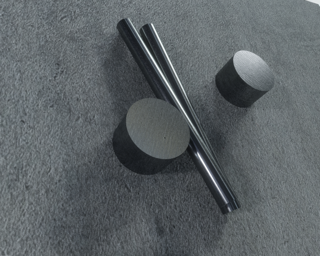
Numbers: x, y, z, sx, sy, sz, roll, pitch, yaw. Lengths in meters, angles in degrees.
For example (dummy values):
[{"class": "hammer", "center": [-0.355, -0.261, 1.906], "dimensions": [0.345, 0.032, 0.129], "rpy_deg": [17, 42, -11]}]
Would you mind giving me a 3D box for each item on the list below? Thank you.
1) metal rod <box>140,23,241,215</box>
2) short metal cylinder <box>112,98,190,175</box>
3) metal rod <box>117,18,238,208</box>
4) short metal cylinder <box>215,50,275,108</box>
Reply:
[{"class": "metal rod", "center": [0.035, -0.026, 0.438], "dimensions": [0.025, 0.025, 0.299], "rpy_deg": [-10, 67, -33]}, {"class": "short metal cylinder", "center": [-0.011, 0.011, 0.375], "dimensions": [0.081, 0.050, 0.080], "rpy_deg": [14, 56, -21]}, {"class": "metal rod", "center": [0.014, -0.034, 0.418], "dimensions": [0.025, 0.025, 0.299], "rpy_deg": [-15, 65, -34]}, {"class": "short metal cylinder", "center": [0.140, -0.081, 0.512], "dimensions": [0.081, 0.050, 0.080], "rpy_deg": [14, 56, -21]}]
